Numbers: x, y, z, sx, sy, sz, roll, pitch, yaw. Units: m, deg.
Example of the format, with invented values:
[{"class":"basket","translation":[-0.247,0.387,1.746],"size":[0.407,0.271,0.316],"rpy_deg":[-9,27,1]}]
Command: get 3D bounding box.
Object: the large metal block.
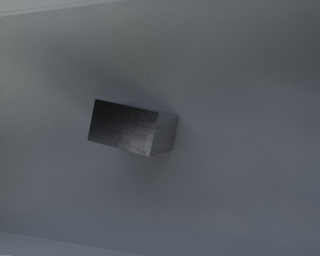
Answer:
[{"class":"large metal block","translation":[-0.030,-0.001,0.388],"size":[0.080,0.080,0.050],"rpy_deg":[13,95,19]}]
